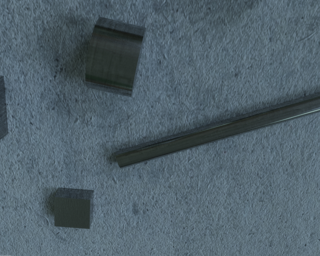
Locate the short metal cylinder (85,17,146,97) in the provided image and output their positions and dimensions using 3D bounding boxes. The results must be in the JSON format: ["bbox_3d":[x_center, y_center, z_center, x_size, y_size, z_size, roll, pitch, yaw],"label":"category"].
[{"bbox_3d":[-0.049,-0.079,0.351,0.050,0.080,0.079,12,110,-5],"label":"short metal cylinder"}]

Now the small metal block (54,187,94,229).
[{"bbox_3d":[-0.125,0.117,0.452,0.050,0.025,0.050,5,110,-2],"label":"small metal block"}]

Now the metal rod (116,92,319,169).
[{"bbox_3d":[0.088,0.001,0.411,0.301,0.025,0.025,-16,109,5],"label":"metal rod"}]

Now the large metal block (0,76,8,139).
[{"bbox_3d":[-0.229,-0.018,0.372,0.050,0.080,0.079,5,110,-2],"label":"large metal block"}]
